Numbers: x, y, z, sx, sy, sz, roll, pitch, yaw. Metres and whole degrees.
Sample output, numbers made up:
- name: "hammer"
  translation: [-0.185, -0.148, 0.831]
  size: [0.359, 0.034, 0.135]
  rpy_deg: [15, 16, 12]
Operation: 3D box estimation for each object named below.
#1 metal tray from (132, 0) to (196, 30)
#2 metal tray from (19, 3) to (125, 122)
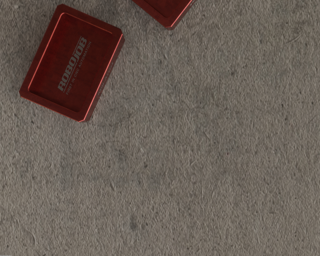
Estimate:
- name: "metal tray"
  translation: [0.019, -0.204, 0.392]
  size: [0.090, 0.030, 0.130]
  rpy_deg: [40, 103, -1]
- name: "metal tray"
  translation: [-0.113, -0.083, 0.406]
  size: [0.090, 0.030, 0.129]
  rpy_deg: [24, 90, 0]
